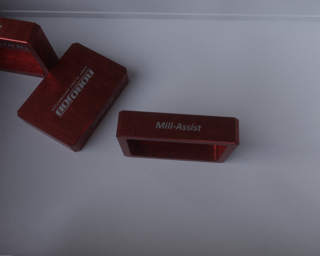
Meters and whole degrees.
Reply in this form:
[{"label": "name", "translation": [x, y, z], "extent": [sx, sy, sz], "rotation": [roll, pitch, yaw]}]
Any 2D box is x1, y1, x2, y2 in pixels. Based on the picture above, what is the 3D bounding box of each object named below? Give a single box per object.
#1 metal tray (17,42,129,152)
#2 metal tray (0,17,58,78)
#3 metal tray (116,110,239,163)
[{"label": "metal tray", "translation": [-0.114, -0.044, 0.422], "extent": [0.090, 0.030, 0.130], "rotation": [29, 72, 9]}, {"label": "metal tray", "translation": [-0.212, -0.109, 0.412], "extent": [0.131, 0.090, 0.030], "rotation": [10, 71, 3]}, {"label": "metal tray", "translation": [0.019, 0.013, 0.370], "extent": [0.131, 0.090, 0.030], "rotation": [4, 70, 1]}]
